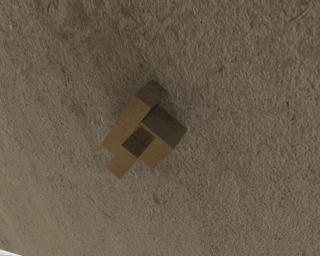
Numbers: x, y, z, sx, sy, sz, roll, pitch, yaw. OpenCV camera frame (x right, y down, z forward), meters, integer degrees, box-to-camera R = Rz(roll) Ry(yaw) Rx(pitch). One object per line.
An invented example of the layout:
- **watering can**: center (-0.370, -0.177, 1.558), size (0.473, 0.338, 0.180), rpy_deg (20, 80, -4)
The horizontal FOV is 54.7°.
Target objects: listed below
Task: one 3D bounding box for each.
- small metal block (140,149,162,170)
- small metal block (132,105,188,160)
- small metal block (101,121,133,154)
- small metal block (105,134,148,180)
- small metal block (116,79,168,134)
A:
- **small metal block**: center (-0.011, 0.021, 0.426), size (0.050, 0.025, 0.050), rpy_deg (40, 129, 0)
- **small metal block**: center (0.001, 0.005, 0.393), size (0.050, 0.050, 0.025), rpy_deg (40, 129, 0)
- **small metal block**: center (-0.046, 0.003, 0.416), size (0.025, 0.050, 0.050), rpy_deg (40, 129, 1)
- **small metal block**: center (-0.037, 0.031, 0.397), size (0.025, 0.050, 0.050), rpy_deg (40, 129, 1)
- **small metal block**: center (-0.022, -0.027, 0.385), size (0.025, 0.050, 0.050), rpy_deg (40, 129, 1)
